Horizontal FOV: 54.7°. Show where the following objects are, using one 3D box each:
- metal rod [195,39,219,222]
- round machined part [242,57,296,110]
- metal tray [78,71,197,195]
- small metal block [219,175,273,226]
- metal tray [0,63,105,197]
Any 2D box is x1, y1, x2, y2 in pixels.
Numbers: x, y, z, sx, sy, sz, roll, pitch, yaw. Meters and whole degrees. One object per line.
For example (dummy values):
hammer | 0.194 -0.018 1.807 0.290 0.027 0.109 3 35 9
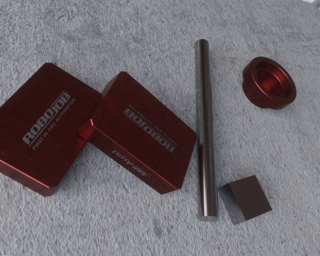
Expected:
metal rod | 0.065 -0.017 0.451 0.025 0.025 0.300 16 55 -19
round machined part | 0.184 -0.073 0.539 0.099 0.042 0.098 14 56 -21
metal tray | -0.019 0.006 0.366 0.130 0.030 0.090 40 48 -20
small metal block | 0.112 0.094 0.409 0.050 0.025 0.050 -9 66 -32
metal tray | -0.122 -0.003 0.338 0.090 0.030 0.130 32 51 -8
